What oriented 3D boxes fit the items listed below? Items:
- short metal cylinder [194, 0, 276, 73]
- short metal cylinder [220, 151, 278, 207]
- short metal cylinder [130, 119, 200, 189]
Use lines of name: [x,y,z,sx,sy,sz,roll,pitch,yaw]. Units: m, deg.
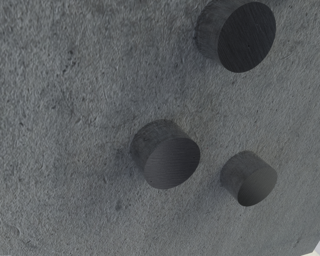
short metal cylinder: [0.089,-0.112,0.369,0.081,0.050,0.079,-14,124,-21]
short metal cylinder: [0.149,0.085,0.525,0.081,0.050,0.079,-14,124,-21]
short metal cylinder: [0.007,0.035,0.416,0.081,0.050,0.079,-14,124,-21]
